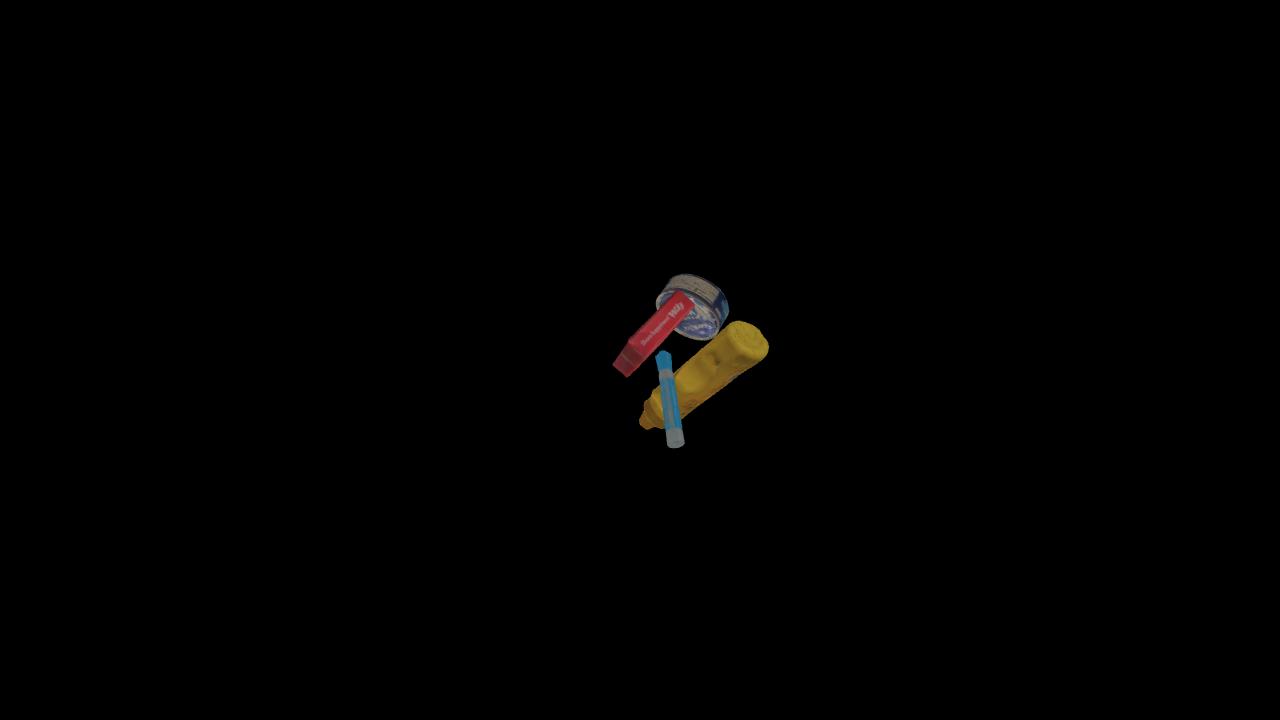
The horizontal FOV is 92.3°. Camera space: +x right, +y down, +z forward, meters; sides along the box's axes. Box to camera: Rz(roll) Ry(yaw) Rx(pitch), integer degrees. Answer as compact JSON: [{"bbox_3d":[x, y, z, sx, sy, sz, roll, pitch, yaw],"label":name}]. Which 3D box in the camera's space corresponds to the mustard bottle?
[{"bbox_3d":[0.064,0.029,0.733,0.184,0.054,0.092,-42,-9,29],"label":"mustard bottle"}]

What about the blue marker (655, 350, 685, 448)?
[{"bbox_3d":[0.032,0.040,0.681,0.020,0.121,0.020,-5,-36,-3],"label":"blue marker"}]

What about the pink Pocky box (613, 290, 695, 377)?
[{"bbox_3d":[0.012,-0.027,0.730,0.029,0.084,0.155,43,-13,1],"label":"pink Pocky box"}]

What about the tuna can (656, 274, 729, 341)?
[{"bbox_3d":[0.063,-0.063,0.736,0.084,0.034,0.084,25,-29,15],"label":"tuna can"}]
